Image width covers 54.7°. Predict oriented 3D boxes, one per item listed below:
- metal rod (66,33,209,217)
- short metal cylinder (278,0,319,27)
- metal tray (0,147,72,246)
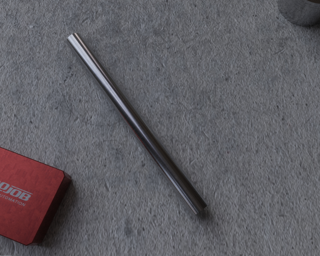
[{"bbox_3d":[-0.038,-0.015,0.413,0.025,0.025,0.300,-34,74,-12],"label":"metal rod"},{"bbox_3d":[0.229,-0.204,0.472,0.081,0.050,0.080,0,70,0],"label":"short metal cylinder"},{"bbox_3d":[-0.188,0.076,0.376,0.131,0.030,0.090,20,71,6],"label":"metal tray"}]
